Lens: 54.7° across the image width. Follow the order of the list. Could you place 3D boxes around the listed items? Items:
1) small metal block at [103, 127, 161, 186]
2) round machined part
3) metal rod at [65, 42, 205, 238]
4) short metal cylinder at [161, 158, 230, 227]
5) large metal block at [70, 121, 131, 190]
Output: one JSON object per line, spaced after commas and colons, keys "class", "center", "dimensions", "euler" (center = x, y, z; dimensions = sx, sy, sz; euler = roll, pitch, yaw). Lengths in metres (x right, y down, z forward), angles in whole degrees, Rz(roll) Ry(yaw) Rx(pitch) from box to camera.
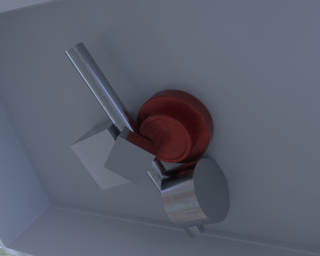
{"class": "small metal block", "center": [-0.035, 0.035, 0.383], "dimensions": [0.050, 0.025, 0.050], "euler": [29, 117, 1]}
{"class": "round machined part", "center": [0.014, 0.005, 0.389], "dimensions": [0.098, 0.042, 0.097], "euler": [13, 124, 20]}
{"class": "metal rod", "center": [-0.026, 0.026, 0.408], "dimensions": [0.025, 0.025, 0.299], "euler": [-23, 107, 36]}
{"class": "short metal cylinder", "center": [0.046, 0.083, 0.397], "dimensions": [0.050, 0.080, 0.080], "euler": [-22, 107, 36]}
{"class": "large metal block", "center": [-0.065, 0.034, 0.441], "dimensions": [0.080, 0.050, 0.080], "euler": [-22, 107, 36]}
